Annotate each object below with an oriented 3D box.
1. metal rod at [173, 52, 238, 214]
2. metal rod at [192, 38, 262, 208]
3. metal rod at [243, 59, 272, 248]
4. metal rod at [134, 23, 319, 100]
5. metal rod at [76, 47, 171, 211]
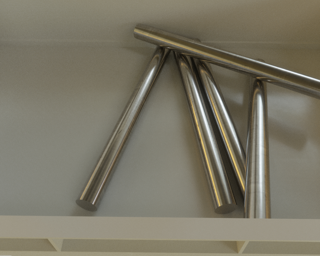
[{"bbox_3d":[0.051,-0.027,0.427,0.025,0.025,0.300,-6,50,-5],"label":"metal rod"},{"bbox_3d":[0.081,-0.028,0.428,0.025,0.025,0.300,-7,50,-6],"label":"metal rod"},{"bbox_3d":[0.120,0.001,0.382,0.025,0.025,0.301,10,44,8],"label":"metal rod"},{"bbox_3d":[0.093,-0.101,0.451,0.301,0.025,0.025,24,54,21],"label":"metal rod"},{"bbox_3d":[-0.036,-0.026,0.426,0.025,0.025,0.300,13,51,11],"label":"metal rod"}]
